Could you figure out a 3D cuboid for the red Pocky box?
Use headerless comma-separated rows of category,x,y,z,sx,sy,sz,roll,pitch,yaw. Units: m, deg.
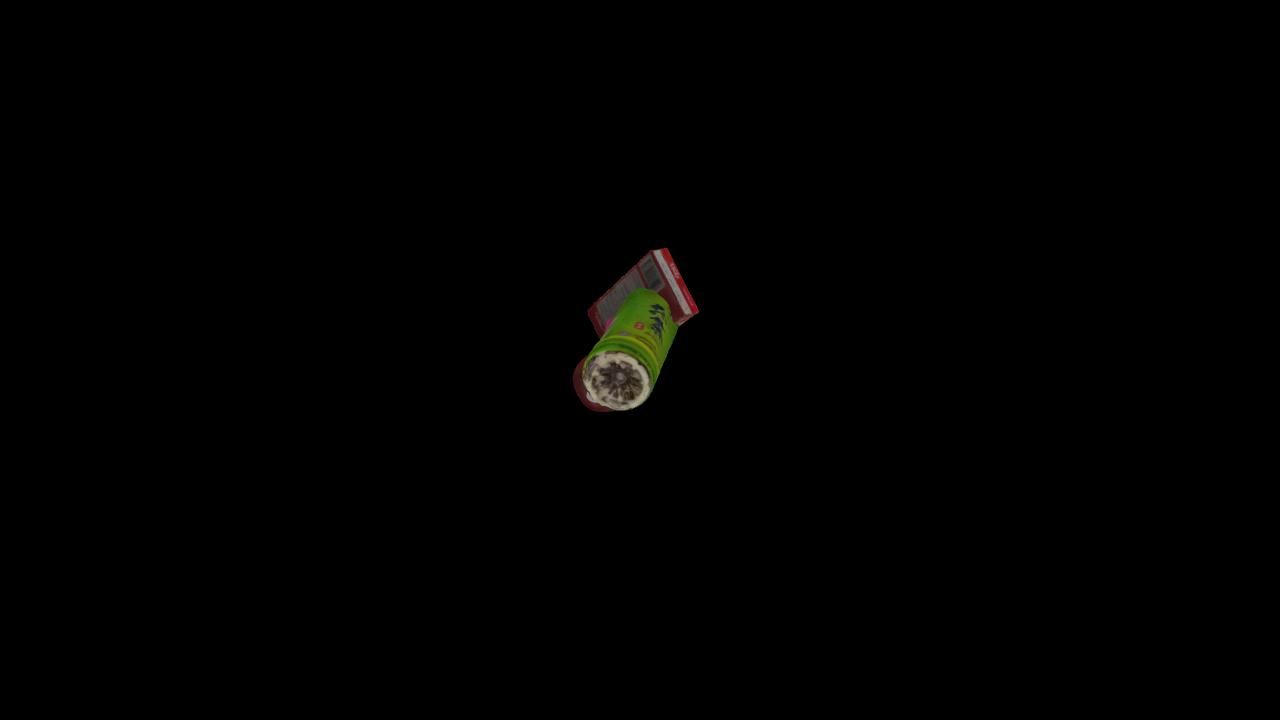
red Pocky box,-0.001,-0.057,0.712,0.028,0.083,0.155,-20,-9,-39

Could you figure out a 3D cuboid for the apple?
apple,-0.035,0.020,0.715,0.079,0.079,0.093,0,-21,-44

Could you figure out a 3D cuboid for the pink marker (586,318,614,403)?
pink marker,-0.038,-0.004,0.685,0.020,0.121,0.020,6,-43,6

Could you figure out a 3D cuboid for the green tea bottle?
green tea bottle,0.001,-0.030,0.651,0.073,0.073,0.212,0,31,14
